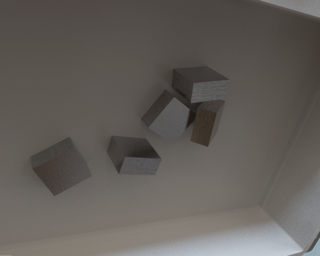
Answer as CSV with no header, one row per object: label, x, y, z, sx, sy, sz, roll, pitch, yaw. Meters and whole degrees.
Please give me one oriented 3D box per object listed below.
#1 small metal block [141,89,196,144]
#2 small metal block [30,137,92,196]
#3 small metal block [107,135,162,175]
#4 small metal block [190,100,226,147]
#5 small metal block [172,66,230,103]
small metal block,0.013,-0.014,0.407,0.050,0.025,0.050,34,99,-39
small metal block,-0.118,0.046,0.373,0.050,0.025,0.050,-28,128,-10
small metal block,-0.034,0.035,0.395,0.050,0.050,0.025,7,115,-32
small metal block,0.065,-0.010,0.421,0.050,0.025,0.050,-44,148,-57
small metal block,0.049,-0.055,0.385,0.050,0.050,0.025,-9,122,-24
